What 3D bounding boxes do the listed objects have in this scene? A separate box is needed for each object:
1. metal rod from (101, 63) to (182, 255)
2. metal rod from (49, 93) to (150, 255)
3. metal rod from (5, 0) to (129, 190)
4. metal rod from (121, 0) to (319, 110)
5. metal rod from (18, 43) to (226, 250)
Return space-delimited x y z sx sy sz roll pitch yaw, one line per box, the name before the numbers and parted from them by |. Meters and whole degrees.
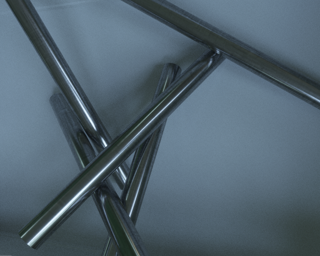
metal rod | -0.024 0.056 0.354 0.025 0.025 0.299 9 68 20
metal rod | -0.083 0.043 0.367 0.025 0.025 0.300 -52 46 13
metal rod | -0.113 -0.050 0.391 0.025 0.025 0.299 -23 105 18
metal rod | 0.076 -0.096 0.358 0.301 0.025 0.025 31 100 7
metal rod | -0.025 0.005 0.340 0.025 0.025 0.301 39 71 16
